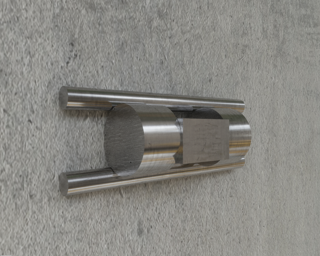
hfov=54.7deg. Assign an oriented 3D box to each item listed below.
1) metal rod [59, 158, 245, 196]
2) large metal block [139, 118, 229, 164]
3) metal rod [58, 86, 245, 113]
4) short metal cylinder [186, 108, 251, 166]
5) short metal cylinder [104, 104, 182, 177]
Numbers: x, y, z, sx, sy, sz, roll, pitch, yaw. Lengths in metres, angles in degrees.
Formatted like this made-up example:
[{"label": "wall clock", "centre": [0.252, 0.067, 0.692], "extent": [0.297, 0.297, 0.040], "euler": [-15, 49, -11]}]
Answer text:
[{"label": "metal rod", "centre": [0.015, 0.057, 0.419], "extent": [0.302, 0.025, 0.025], "euler": [-1, 91, -40]}, {"label": "large metal block", "centre": [0.030, 0.014, 0.392], "extent": [0.081, 0.080, 0.050], "euler": [0, 90, -40]}, {"label": "metal rod", "centre": [0.015, -0.033, 0.419], "extent": [0.302, 0.025, 0.025], "euler": [-1, 91, -40]}, {"label": "short metal cylinder", "centre": [0.080, 0.012, 0.436], "extent": [0.050, 0.080, 0.079], "euler": [-1, 91, -40]}, {"label": "short metal cylinder", "centre": [-0.022, 0.013, 0.352], "extent": [0.050, 0.080, 0.079], "euler": [-1, 91, -40]}]
